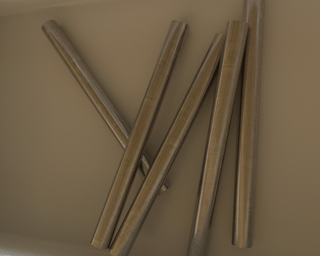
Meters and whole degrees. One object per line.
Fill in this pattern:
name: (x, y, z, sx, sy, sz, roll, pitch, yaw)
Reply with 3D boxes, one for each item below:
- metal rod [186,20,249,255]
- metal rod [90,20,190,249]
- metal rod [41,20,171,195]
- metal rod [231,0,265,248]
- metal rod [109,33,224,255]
metal rod: (0.067, 0.026, 0.375, 0.025, 0.025, 0.298, 11, 98, 19)
metal rod: (-0.024, 0.007, 0.395, 0.025, 0.025, 0.299, 19, 88, 18)
metal rod: (-0.081, -0.035, 0.437, 0.025, 0.025, 0.299, -39, 78, 15)
metal rod: (0.106, -0.008, 0.372, 0.025, 0.025, 0.298, 3, 91, 19)
metal rod: (0.014, 0.023, 0.385, 0.025, 0.025, 0.299, 27, 91, 17)
